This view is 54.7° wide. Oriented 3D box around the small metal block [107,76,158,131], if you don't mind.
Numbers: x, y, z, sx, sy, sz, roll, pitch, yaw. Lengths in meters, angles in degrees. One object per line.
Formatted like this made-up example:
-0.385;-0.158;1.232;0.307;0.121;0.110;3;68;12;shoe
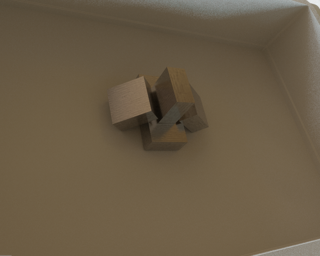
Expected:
-0.035;-0.030;0.385;0.050;0.025;0.050;-18;65;11;small metal block

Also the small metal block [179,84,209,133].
0.042;-0.027;0.427;0.050;0.025;0.050;37;37;-58;small metal block

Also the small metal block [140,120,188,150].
0.003;0.001;0.404;0.050;0.025;0.050;2;61;-27;small metal block

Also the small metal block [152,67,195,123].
0.014;-0.040;0.386;0.025;0.050;0.050;1;61;-29;small metal block

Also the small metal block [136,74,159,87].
-0.007;-0.044;0.425;0.050;0.025;0.050;3;61;-28;small metal block
